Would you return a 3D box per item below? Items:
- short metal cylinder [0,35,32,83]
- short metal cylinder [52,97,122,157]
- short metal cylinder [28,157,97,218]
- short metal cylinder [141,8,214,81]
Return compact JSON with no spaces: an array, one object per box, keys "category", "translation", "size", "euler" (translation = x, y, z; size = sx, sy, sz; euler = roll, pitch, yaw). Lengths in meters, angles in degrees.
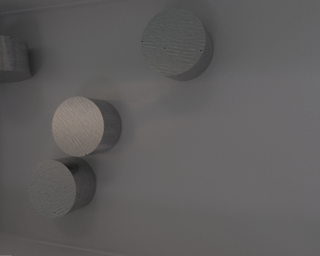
[{"category":"short metal cylinder","translation":[-0.239,-0.101,0.466],"size":[0.080,0.080,0.050],"euler":[-8,88,20]},{"category":"short metal cylinder","translation":[-0.101,-0.002,0.433],"size":[0.080,0.050,0.080],"euler":[0,90,20]},{"category":"short metal cylinder","translation":[-0.140,0.083,0.447],"size":[0.080,0.050,0.080],"euler":[0,90,20]},{"category":"short metal cylinder","translation":[0.023,-0.102,0.389],"size":[0.080,0.050,0.080],"euler":[0,90,20]}]
